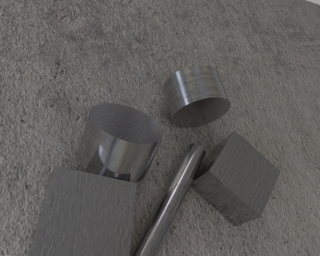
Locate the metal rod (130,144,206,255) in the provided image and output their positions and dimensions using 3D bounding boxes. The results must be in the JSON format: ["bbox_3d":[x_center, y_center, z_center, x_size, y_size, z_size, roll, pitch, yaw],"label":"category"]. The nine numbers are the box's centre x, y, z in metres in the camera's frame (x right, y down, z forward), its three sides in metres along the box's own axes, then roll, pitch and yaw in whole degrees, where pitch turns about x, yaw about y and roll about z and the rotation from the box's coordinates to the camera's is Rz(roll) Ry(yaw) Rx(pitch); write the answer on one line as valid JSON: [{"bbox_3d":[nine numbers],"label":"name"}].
[{"bbox_3d":[-0.015,0.128,0.317,0.025,0.025,0.301,37,51,-4],"label":"metal rod"}]

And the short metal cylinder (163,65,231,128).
[{"bbox_3d":[0.049,-0.041,0.420,0.081,0.080,0.050,0,62,-29],"label":"short metal cylinder"}]

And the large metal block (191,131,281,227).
[{"bbox_3d":[0.097,0.065,0.400,0.080,0.050,0.080,42,51,0],"label":"large metal block"}]

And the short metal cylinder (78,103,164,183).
[{"bbox_3d":[-0.042,0.015,0.335,0.080,0.050,0.080,18,25,-9],"label":"short metal cylinder"}]

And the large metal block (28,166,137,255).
[{"bbox_3d":[-0.072,0.090,0.294,0.081,0.050,0.080,16,55,-19],"label":"large metal block"}]
